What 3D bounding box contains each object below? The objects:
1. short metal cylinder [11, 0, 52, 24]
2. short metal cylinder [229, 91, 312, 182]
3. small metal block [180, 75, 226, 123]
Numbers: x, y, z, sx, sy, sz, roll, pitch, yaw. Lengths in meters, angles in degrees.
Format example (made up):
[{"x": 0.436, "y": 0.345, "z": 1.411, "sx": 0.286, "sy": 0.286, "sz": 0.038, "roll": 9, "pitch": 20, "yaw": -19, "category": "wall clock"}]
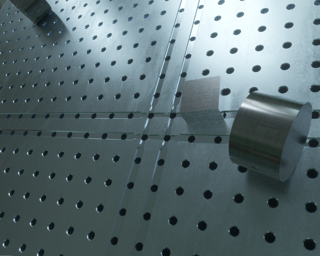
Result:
[{"x": -0.295, "y": -0.283, "z": 0.702, "sx": 0.050, "sy": 0.080, "sz": 0.080, "roll": -49, "pitch": 51, "yaw": -6, "category": "short metal cylinder"}, {"x": 0.111, "y": 0.007, "z": 0.310, "sx": 0.050, "sy": 0.080, "sz": 0.080, "roll": 20, "pitch": 72, "yaw": 35, "category": "short metal cylinder"}, {"x": 0.056, "y": -0.037, "z": 0.402, "sx": 0.050, "sy": 0.025, "sz": 0.050, "roll": -5, "pitch": 59, "yaw": 25, "category": "small metal block"}]
